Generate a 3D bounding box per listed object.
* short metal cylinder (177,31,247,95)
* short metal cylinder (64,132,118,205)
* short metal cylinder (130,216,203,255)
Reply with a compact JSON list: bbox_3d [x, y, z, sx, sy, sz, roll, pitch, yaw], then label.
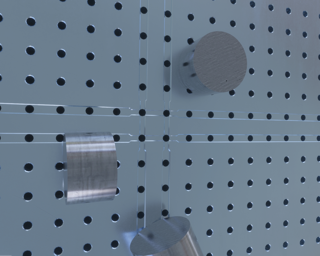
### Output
[{"bbox_3d":[0.071,-0.086,0.427,0.081,0.050,0.079,0,90,-21],"label":"short metal cylinder"},{"bbox_3d":[-0.082,0.045,0.354,0.050,0.080,0.079,-1,91,-20],"label":"short metal cylinder"},{"bbox_3d":[0.009,0.155,0.388,0.081,0.080,0.050,-25,99,-19],"label":"short metal cylinder"}]
